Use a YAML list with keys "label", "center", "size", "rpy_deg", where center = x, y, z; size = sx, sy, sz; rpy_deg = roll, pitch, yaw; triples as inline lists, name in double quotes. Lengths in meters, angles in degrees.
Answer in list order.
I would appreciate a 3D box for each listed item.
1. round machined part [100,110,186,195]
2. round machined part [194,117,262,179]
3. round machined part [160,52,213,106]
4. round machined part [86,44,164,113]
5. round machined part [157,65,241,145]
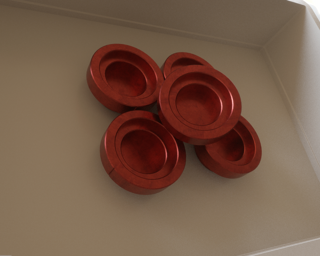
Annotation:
- label: "round machined part"
  center: [-0.023, 0.031, 0.363]
  size: [0.099, 0.042, 0.098]
  rpy_deg: [14, 56, -21]
- label: "round machined part"
  center: [0.087, 0.024, 0.427]
  size: [0.099, 0.042, 0.098]
  rpy_deg: [14, 56, -21]
- label: "round machined part"
  center: [0.041, -0.059, 0.453]
  size: [0.099, 0.042, 0.098]
  rpy_deg: [14, 56, -21]
- label: "round machined part"
  center: [-0.047, -0.058, 0.404]
  size: [0.099, 0.042, 0.098]
  rpy_deg: [14, 56, -21]
- label: "round machined part"
  center: [0.045, -0.025, 0.379]
  size: [0.099, 0.042, 0.098]
  rpy_deg: [3, 68, -8]
